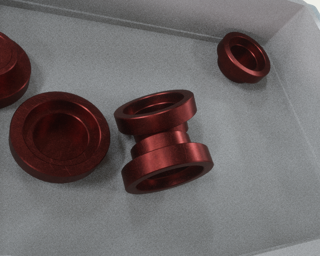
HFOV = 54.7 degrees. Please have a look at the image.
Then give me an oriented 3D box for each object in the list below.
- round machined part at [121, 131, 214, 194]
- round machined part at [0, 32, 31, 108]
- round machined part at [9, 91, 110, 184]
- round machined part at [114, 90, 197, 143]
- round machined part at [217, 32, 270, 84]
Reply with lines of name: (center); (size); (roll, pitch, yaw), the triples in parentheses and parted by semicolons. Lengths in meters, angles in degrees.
round machined part: (0.005, 0.036, 0.341); (0.099, 0.097, 0.042); (-3, 64, -30)
round machined part: (-0.192, -0.071, 0.335); (0.099, 0.042, 0.098); (14, 56, -21)
round machined part: (-0.107, 0.013, 0.330); (0.099, 0.042, 0.098); (14, 56, -21)
round machined part: (-0.003, -0.011, 0.378); (0.099, 0.098, 0.042); (-31, 115, -38)
round machined part: (0.141, -0.118, 0.545); (0.099, 0.042, 0.098); (14, 56, -21)
